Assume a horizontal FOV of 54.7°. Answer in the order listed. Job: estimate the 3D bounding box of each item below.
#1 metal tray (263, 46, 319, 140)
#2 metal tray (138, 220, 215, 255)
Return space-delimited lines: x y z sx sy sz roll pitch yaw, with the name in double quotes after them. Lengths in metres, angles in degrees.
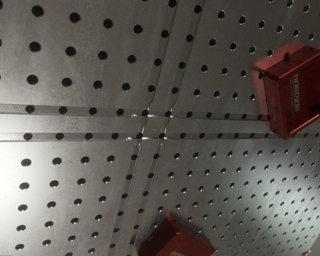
0.219 -0.053 0.497 0.090 0.030 0.130 -31 129 -9 "metal tray"
0.033 0.229 0.571 0.090 0.030 0.130 -47 130 5 "metal tray"
